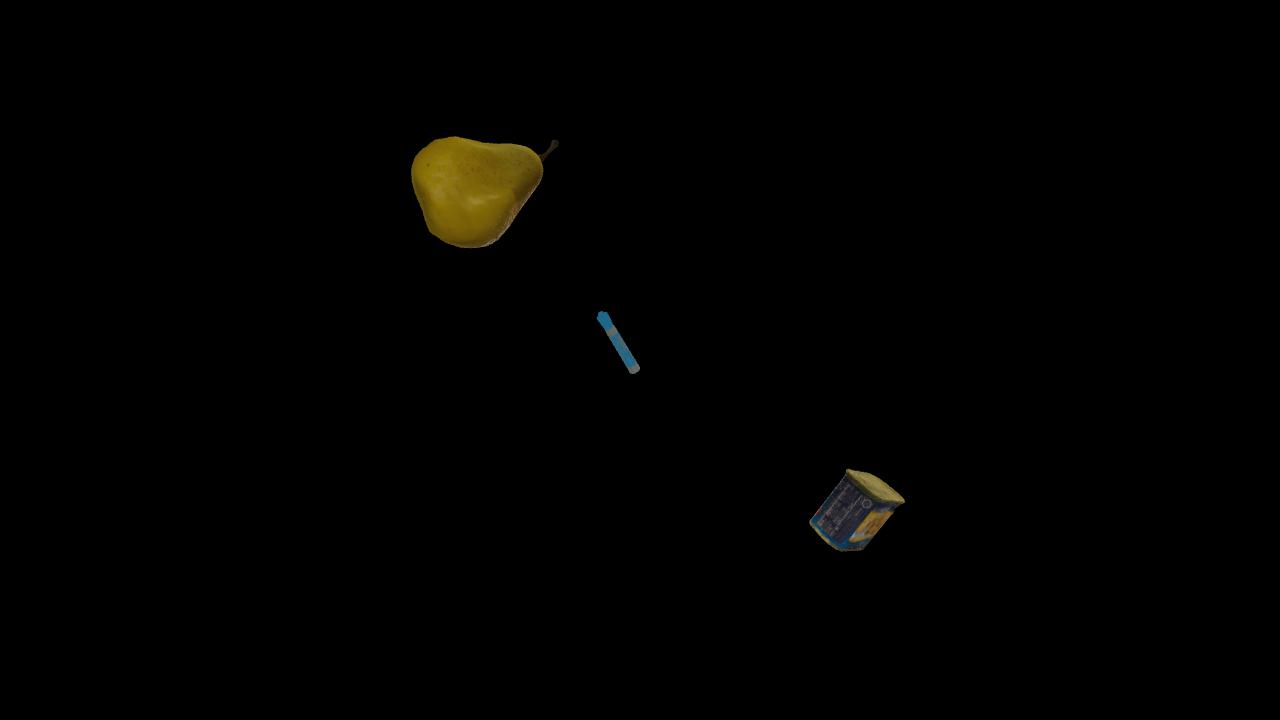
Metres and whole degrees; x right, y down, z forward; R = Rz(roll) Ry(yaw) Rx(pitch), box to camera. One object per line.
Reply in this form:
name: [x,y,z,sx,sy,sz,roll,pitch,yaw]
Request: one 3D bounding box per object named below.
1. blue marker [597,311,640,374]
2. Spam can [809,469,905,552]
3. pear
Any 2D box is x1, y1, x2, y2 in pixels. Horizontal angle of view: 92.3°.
blue marker: [-0.034,-0.027,0.963,0.020,0.121,0.020,-21,33,15]
Spam can: [0.270,0.189,0.766,0.101,0.085,0.058,18,19,-47]
pear: [-0.108,-0.129,0.456,0.111,0.080,0.080,-20,7,-19]
